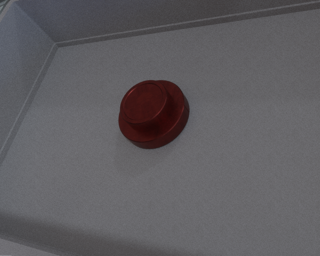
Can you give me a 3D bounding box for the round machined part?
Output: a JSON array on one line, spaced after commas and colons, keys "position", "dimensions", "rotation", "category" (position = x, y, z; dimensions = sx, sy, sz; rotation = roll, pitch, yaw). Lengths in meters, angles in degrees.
[{"position": [-0.014, -0.025, 0.414], "dimensions": [0.098, 0.042, 0.098], "rotation": [-13, 56, 21], "category": "round machined part"}]
